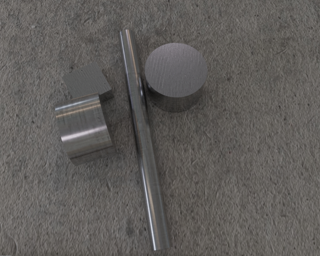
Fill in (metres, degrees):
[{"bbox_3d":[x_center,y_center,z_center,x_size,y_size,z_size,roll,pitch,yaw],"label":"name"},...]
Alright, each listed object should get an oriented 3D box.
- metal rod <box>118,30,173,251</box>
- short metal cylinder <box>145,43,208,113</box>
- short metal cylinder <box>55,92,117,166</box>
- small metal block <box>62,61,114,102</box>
[{"bbox_3d":[-0.024,0.001,0.407,0.025,0.025,0.299,-9,70,-4],"label":"metal rod"},{"bbox_3d":[0.021,-0.067,0.420,0.081,0.050,0.080,0,70,0],"label":"short metal cylinder"},{"bbox_3d":[-0.088,0.001,0.378,0.050,0.080,0.080,-16,71,-6],"label":"short metal cylinder"},{"bbox_3d":[-0.099,-0.056,0.428,0.050,0.025,0.050,-28,73,-10],"label":"small metal block"}]
